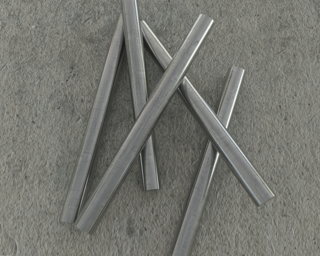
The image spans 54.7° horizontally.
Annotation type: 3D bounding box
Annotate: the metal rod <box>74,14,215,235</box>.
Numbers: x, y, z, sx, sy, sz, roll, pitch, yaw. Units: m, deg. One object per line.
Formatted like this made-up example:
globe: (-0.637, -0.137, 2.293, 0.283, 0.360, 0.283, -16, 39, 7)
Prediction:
metal rod: (-0.012, -0.015, 0.377, 0.025, 0.025, 0.300, 28, 77, 9)

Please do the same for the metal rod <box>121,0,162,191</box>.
metal rod: (-0.029, -0.067, 0.417, 0.025, 0.025, 0.299, -7, 76, -3)

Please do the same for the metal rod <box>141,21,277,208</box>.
metal rod: (0.044, -0.035, 0.400, 0.025, 0.025, 0.299, -28, 65, -10)

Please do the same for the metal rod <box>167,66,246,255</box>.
metal rod: (0.058, 0.053, 0.389, 0.025, 0.025, 0.300, 19, 71, 7)

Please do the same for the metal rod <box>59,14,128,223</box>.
metal rod: (-0.079, -0.026, 0.416, 0.025, 0.025, 0.299, 10, 70, 3)
